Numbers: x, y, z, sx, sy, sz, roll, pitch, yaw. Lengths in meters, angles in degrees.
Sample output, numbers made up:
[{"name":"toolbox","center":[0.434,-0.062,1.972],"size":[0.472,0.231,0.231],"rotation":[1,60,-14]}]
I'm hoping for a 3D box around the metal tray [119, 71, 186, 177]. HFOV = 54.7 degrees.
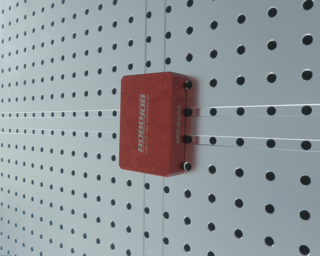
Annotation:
[{"name":"metal tray","center":[-0.012,-0.006,0.413],"size":[0.090,0.030,0.129],"rotation":[3,92,39]}]
